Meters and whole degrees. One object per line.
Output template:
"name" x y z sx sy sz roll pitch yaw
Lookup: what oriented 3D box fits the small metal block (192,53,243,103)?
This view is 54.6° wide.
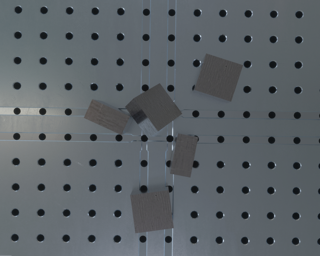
"small metal block" 0.076 -0.065 0.414 0.050 0.025 0.050 18 90 0

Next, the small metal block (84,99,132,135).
"small metal block" -0.064 -0.014 0.400 0.050 0.050 0.025 25 93 0

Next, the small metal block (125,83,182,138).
"small metal block" -0.008 -0.023 0.400 0.050 0.025 0.050 -36 90 -39

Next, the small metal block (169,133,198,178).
"small metal block" 0.029 0.033 0.401 0.025 0.050 0.050 11 90 0

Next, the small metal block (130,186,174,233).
"small metal block" -0.010 0.108 0.413 0.050 0.025 0.050 -8 90 0
